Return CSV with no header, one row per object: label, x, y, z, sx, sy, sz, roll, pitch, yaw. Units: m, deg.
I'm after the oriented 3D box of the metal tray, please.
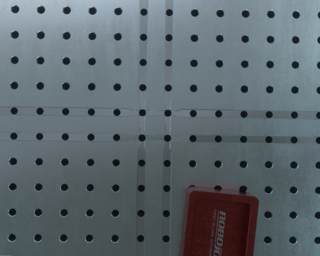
metal tray,0.076,0.148,0.411,0.091,0.030,0.129,6,90,-1
